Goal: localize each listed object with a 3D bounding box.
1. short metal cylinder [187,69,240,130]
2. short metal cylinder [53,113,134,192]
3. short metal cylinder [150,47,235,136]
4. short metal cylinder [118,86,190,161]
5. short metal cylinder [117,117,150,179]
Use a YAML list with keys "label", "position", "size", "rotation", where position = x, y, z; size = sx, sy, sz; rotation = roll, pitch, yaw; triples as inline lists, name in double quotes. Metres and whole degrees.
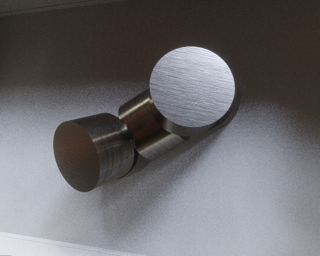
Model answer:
- label: "short metal cylinder"
  position: [0.054, -0.037, 0.376]
  size: [0.080, 0.050, 0.079]
  rotation: [0, 90, 19]
- label: "short metal cylinder"
  position: [-0.076, 0.026, 0.353]
  size: [0.080, 0.050, 0.079]
  rotation: [12, 110, 37]
- label: "short metal cylinder"
  position: [0.030, -0.035, 0.315]
  size: [0.081, 0.050, 0.080]
  rotation: [1, 78, -2]
- label: "short metal cylinder"
  position: [-0.006, -0.007, 0.381]
  size: [0.050, 0.080, 0.080]
  rotation: [-31, 80, 17]
- label: "short metal cylinder"
  position: [-0.055, 0.025, 0.414]
  size: [0.080, 0.050, 0.079]
  rotation: [0, 90, 19]
